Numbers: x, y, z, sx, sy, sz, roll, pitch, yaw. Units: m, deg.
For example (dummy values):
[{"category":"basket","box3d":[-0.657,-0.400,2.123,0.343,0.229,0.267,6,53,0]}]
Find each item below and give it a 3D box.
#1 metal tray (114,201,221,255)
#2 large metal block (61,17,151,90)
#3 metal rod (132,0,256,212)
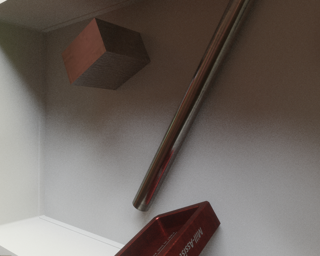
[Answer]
[{"category":"metal tray","box3d":[0.000,0.132,0.335,0.090,0.131,0.030,-28,91,36]},{"category":"large metal block","box3d":[-0.075,-0.098,0.430,0.080,0.081,0.050,-32,71,35]},{"category":"metal rod","box3d":[0.034,-0.021,0.377,0.025,0.025,0.298,38,113,33]}]
